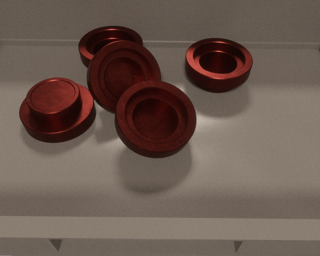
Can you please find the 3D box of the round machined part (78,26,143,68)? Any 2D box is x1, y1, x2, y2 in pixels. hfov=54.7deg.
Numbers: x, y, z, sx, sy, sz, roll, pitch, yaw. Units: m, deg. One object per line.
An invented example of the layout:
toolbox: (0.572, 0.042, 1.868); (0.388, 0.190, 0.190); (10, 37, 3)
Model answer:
round machined part: (-0.076, -0.117, 0.491); (0.099, 0.042, 0.098); (0, 50, 0)

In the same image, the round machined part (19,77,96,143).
round machined part: (-0.139, -0.031, 0.418); (0.099, 0.042, 0.098); (0, 50, 0)

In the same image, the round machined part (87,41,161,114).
round machined part: (-0.052, -0.067, 0.427); (0.099, 0.098, 0.042); (-26, 12, -20)

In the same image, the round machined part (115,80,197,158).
round machined part: (-0.007, -0.008, 0.389); (0.099, 0.042, 0.098); (5, 64, -10)

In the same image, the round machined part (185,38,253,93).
round machined part: (0.087, -0.091, 0.472); (0.099, 0.042, 0.098); (0, 50, 0)
